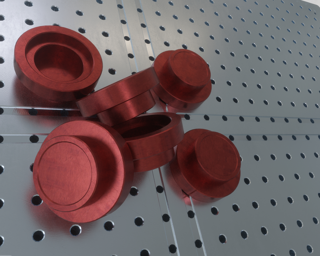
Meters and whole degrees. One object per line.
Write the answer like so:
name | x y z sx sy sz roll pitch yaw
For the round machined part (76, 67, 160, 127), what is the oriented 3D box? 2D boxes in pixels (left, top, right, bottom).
round machined part | -0.044 -0.033 0.363 0.099 0.098 0.042 -34 105 -38

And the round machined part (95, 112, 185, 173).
round machined part | -0.020 0.017 0.352 0.099 0.098 0.042 -25 111 -37

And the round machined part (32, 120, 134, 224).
round machined part | -0.078 0.041 0.292 0.098 0.098 0.042 57 14 12

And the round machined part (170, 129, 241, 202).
round machined part | 0.066 0.043 0.406 0.099 0.042 0.098 13 56 -21

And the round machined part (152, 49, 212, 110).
round machined part | 0.036 -0.079 0.464 0.099 0.042 0.098 13 56 -21

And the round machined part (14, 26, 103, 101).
round machined part | -0.123 -0.073 0.375 0.099 0.042 0.098 13 56 -20
